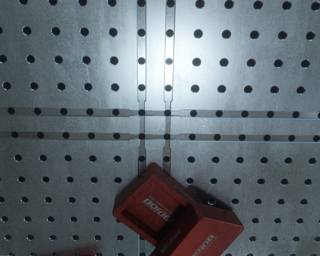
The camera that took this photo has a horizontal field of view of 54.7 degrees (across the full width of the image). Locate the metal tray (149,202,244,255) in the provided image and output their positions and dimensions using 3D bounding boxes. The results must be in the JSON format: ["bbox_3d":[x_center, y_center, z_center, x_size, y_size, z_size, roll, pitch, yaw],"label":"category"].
[{"bbox_3d":[0.051,0.173,0.457,0.091,0.030,0.129,23,111,-32],"label":"metal tray"}]

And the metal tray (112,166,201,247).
[{"bbox_3d":[0.008,0.128,0.457,0.130,0.030,0.090,41,105,-14],"label":"metal tray"}]
